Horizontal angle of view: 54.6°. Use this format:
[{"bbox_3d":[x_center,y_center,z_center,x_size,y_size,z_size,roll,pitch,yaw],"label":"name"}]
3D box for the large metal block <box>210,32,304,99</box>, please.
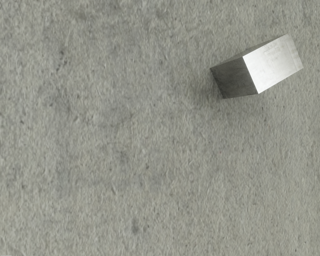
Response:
[{"bbox_3d":[0.130,-0.083,0.427,0.080,0.080,0.050,-29,100,-18],"label":"large metal block"}]
